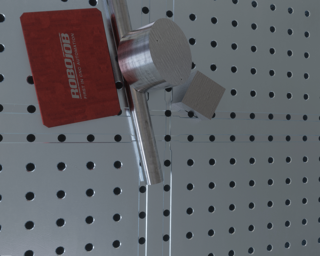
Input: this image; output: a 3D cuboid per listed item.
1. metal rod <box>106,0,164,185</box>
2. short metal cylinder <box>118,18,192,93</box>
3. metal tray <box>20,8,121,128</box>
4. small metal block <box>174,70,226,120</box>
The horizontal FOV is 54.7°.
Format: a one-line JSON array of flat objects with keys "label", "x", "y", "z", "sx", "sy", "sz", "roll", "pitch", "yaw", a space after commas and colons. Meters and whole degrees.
[{"label": "metal rod", "x": -0.037, "y": -0.074, "z": 0.398, "sx": 0.025, "sy": 0.025, "sz": 0.298, "roll": -13, "pitch": 95, "yaw": -20}, {"label": "short metal cylinder", "x": -0.005, "y": -0.087, "z": 0.380, "sx": 0.080, "sy": 0.050, "sz": 0.080, "roll": 11, "pitch": 76, "yaw": -49}, {"label": "metal tray", "x": -0.105, "y": -0.071, "z": 0.371, "sx": 0.091, "sy": 0.030, "sz": 0.129, "roll": -12, "pitch": 94, "yaw": -20}, {"label": "small metal block", "x": 0.056, "y": -0.045, "z": 0.433, "sx": 0.050, "sy": 0.025, "sz": 0.050, "roll": 30, "pitch": 80, "yaw": -18}]
